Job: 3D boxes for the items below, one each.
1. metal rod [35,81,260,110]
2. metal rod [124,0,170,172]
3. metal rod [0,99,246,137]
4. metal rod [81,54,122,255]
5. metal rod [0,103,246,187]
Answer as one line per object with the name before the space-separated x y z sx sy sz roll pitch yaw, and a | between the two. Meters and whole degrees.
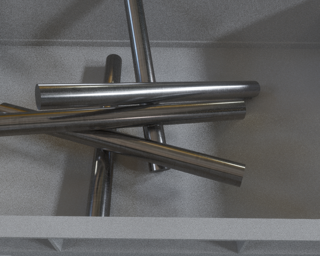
metal rod | 0.011 -0.043 0.374 0.303 0.025 0.025 -6 47 -33
metal rod | -0.023 -0.092 0.403 0.025 0.025 0.299 -8 75 -6
metal rod | -0.051 -0.012 0.349 0.302 0.025 0.025 -4 50 -9
metal rod | -0.069 0.007 0.398 0.025 0.025 0.300 -1 50 -1
metal rod | -0.056 0.015 0.357 0.301 0.025 0.025 14 51 14
